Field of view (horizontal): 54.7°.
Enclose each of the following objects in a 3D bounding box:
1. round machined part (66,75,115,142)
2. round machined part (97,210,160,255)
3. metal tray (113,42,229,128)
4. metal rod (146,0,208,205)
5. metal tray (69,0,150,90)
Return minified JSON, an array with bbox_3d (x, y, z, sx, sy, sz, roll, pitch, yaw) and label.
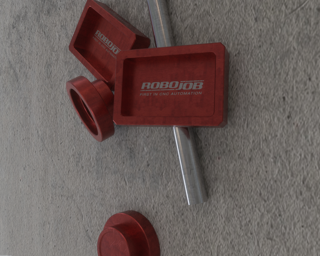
[{"bbox_3d":[-0.092,-0.032,0.450,0.098,0.042,0.097,45,154,30],"label":"round machined part"},{"bbox_3d":[-0.051,0.170,0.436,0.098,0.042,0.097,0,90,40],"label":"round machined part"},{"bbox_3d":[0.012,-0.047,0.361,0.130,0.030,0.089,1,86,21],"label":"metal tray"},{"bbox_3d":[0.017,-0.056,0.391,0.025,0.025,0.299,-18,79,38],"label":"metal rod"},{"bbox_3d":[-0.081,-0.125,0.468,0.130,0.030,0.089,45,117,30],"label":"metal tray"}]
